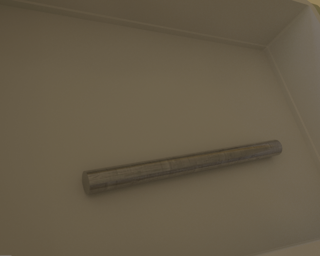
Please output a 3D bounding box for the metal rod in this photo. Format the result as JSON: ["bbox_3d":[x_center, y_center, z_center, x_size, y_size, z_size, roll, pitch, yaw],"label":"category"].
[{"bbox_3d":[0.051,0.044,0.405,0.302,0.025,0.025,-6,65,-31],"label":"metal rod"}]
